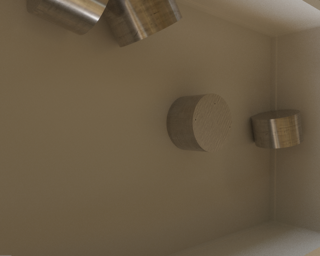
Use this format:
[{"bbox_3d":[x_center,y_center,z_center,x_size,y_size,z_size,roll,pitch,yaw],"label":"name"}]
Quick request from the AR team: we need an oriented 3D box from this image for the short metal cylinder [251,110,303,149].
[{"bbox_3d":[0.205,0.000,0.542,0.081,0.080,0.050,-19,102,-38],"label":"short metal cylinder"}]

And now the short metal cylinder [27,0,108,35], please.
[{"bbox_3d":[-0.087,-0.137,0.297,0.050,0.080,0.080,17,79,-39],"label":"short metal cylinder"}]

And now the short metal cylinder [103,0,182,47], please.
[{"bbox_3d":[-0.021,-0.133,0.352,0.080,0.080,0.050,-40,115,-33],"label":"short metal cylinder"}]

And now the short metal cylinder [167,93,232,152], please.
[{"bbox_3d":[0.056,-0.007,0.437,0.081,0.050,0.080,0,90,-40],"label":"short metal cylinder"}]
